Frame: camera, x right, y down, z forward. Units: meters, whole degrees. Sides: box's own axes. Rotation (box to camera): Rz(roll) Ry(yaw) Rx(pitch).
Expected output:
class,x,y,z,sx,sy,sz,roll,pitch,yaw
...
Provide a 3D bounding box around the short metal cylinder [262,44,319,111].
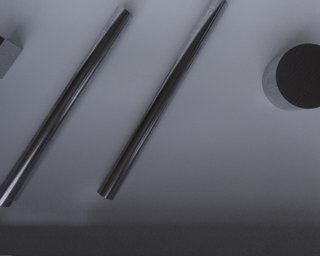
class,x,y,z,sx,sy,sz,roll,pitch,yaw
short metal cylinder,0.181,-0.063,0.401,0.081,0.050,0.079,0,90,-1

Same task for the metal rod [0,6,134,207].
class,x,y,z,sx,sy,sz,roll,pitch,yaw
metal rod,-0.127,-0.028,0.409,0.025,0.025,0.299,33,90,-1

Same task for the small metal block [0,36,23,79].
class,x,y,z,sx,sy,sz,roll,pitch,yaw
small metal block,-0.211,-0.093,0.396,0.025,0.050,0.050,35,90,-1

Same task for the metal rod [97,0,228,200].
class,x,y,z,sx,sy,sz,roll,pitch,yaw
metal rod,0.004,-0.040,0.411,0.025,0.025,0.299,31,90,-1
